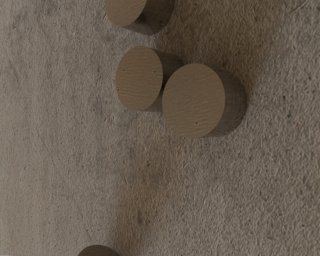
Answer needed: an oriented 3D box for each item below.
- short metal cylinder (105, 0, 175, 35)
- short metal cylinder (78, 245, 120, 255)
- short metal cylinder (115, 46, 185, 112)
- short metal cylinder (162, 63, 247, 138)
[{"bbox_3d":[-0.027,-0.169,0.411,0.080,0.050,0.080,0,90,40],"label":"short metal cylinder"},{"bbox_3d":[-0.095,0.219,0.448,0.080,0.081,0.050,50,120,28],"label":"short metal cylinder"},{"bbox_3d":[-0.011,-0.060,0.398,0.080,0.050,0.080,0,90,40],"label":"short metal cylinder"},{"bbox_3d":[0.049,-0.029,0.348,0.080,0.050,0.080,0,90,40],"label":"short metal cylinder"}]
